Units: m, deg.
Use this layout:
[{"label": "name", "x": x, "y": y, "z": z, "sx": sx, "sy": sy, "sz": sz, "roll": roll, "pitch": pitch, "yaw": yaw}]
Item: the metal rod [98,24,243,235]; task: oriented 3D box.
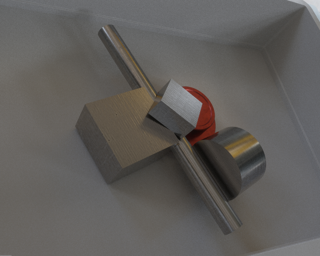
[{"label": "metal rod", "x": 0.006, "y": -0.008, "z": 0.386, "sx": 0.025, "sy": 0.025, "sz": 0.299, "roll": -23, "pitch": 74, "yaw": -37}]

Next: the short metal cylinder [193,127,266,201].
[{"label": "short metal cylinder", "x": 0.083, "y": 0.044, "z": 0.388, "sx": 0.050, "sy": 0.080, "sz": 0.080, "roll": -23, "pitch": 74, "yaw": -37}]

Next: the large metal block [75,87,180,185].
[{"label": "large metal block", "x": -0.039, "y": 0.007, "z": 0.361, "sx": 0.081, "sy": 0.050, "sz": 0.080, "roll": -23, "pitch": 74, "yaw": -36}]

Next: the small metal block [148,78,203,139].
[{"label": "small metal block", "x": 0.020, "y": -0.024, "z": 0.368, "sx": 0.050, "sy": 0.025, "sz": 0.050, "roll": 37, "pitch": 39, "yaw": -12}]

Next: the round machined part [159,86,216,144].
[{"label": "round machined part", "x": 0.035, "y": -0.018, "z": 0.424, "sx": 0.099, "sy": 0.042, "sz": 0.098, "roll": 14, "pitch": 56, "yaw": -21}]
